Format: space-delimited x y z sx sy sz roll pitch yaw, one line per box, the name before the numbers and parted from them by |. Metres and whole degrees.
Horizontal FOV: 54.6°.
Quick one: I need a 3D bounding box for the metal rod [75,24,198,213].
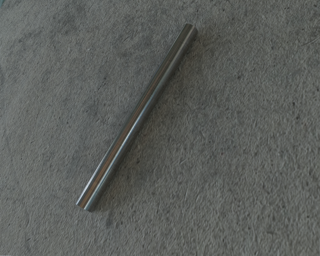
metal rod | -0.025 -0.024 0.432 0.025 0.025 0.300 19 71 35
